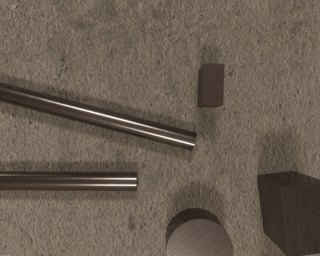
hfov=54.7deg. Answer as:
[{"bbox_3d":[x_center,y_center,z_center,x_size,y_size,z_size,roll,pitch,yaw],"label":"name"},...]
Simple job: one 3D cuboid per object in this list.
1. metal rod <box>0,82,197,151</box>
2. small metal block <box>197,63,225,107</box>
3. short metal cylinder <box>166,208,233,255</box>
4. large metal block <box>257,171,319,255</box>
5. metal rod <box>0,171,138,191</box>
[{"bbox_3d":[-0.101,-0.019,0.408,0.302,0.025,0.025,14,90,-1],"label":"metal rod"},{"bbox_3d":[0.065,-0.053,0.398,0.025,0.050,0.050,2,90,0],"label":"small metal block"},{"bbox_3d":[0.048,0.149,0.398,0.081,0.050,0.079,0,90,-1],"label":"short metal cylinder"},{"bbox_3d":[0.163,0.101,0.385,0.050,0.080,0.079,-7,90,0],"label":"large metal block"},{"bbox_3d":[-0.181,0.070,0.407,0.302,0.025,0.025,0,90,-1],"label":"metal rod"}]
